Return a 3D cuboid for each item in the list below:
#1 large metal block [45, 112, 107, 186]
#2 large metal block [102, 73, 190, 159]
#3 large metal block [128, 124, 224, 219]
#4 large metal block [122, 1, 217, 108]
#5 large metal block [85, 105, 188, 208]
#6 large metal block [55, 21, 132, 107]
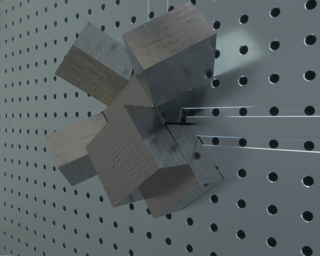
[{"bbox_3d":[-0.105,0.032,0.442,0.050,0.080,0.080,60,165,24],"label":"large metal block"},{"bbox_3d":[-0.021,-0.014,0.411,0.080,0.050,0.080,-46,63,30],"label":"large metal block"},{"bbox_3d":[0.016,0.052,0.380,0.080,0.050,0.080,-43,63,30],"label":"large metal block"},{"bbox_3d":[0.013,-0.078,0.343,0.080,0.080,0.050,-28,66,-6],"label":"large metal block"},{"bbox_3d":[-0.029,0.031,0.351,0.080,0.050,0.080,-44,64,30],"label":"large metal block"},{"bbox_3d":[-0.084,-0.088,0.424,0.050,0.080,0.080,-45,24,31],"label":"large metal block"}]
